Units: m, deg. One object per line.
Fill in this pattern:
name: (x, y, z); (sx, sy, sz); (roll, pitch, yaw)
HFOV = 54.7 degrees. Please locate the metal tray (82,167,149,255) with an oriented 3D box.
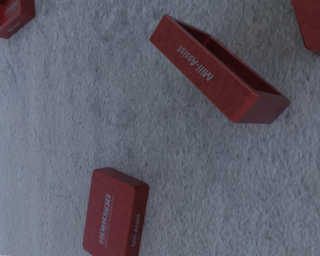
metal tray: (-0.067, 0.132, 0.455); (0.090, 0.030, 0.129); (15, 100, 38)

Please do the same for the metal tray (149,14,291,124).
metal tray: (0.060, -0.058, 0.312); (0.130, 0.091, 0.030); (50, 119, 28)

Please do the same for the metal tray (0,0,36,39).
metal tray: (-0.314, -0.256, 0.656); (0.130, 0.030, 0.090); (-15, 81, 38)

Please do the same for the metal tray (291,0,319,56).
metal tray: (0.161, -0.140, 0.269); (0.090, 0.030, 0.129); (-19, 78, 38)
